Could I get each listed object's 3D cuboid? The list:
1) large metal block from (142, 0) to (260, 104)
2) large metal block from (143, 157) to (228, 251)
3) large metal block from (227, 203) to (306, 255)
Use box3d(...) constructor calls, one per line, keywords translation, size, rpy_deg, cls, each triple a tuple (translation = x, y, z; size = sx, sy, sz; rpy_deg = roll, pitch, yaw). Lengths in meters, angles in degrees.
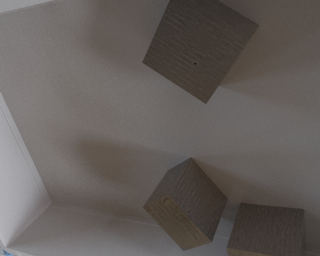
box3d(translation=(0.040, -0.086, 0.318), size=(0.080, 0.050, 0.079), rpy_deg=(34, 129, 5), cls="large metal block")
box3d(translation=(0.037, 0.100, 0.415), size=(0.080, 0.080, 0.050), rpy_deg=(49, 129, -7), cls="large metal block")
box3d(translation=(0.137, 0.144, 0.390), size=(0.080, 0.080, 0.050), rpy_deg=(-1, 118, 28), cls="large metal block")
